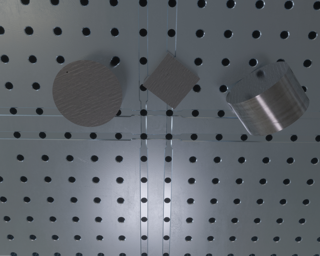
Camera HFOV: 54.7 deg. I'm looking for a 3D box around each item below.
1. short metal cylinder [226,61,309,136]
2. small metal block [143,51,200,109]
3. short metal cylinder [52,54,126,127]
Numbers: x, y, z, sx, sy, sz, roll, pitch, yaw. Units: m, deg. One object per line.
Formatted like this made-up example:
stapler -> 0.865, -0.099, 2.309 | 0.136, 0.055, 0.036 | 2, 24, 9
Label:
short metal cylinder -> 0.128, -0.035, 0.372 | 0.080, 0.080, 0.050 | -35, 107, 12
small metal block -> 0.014, -0.060, 0.391 | 0.050, 0.025, 0.050 | 37, 106, -13
short metal cylinder -> -0.084, -0.047, 0.382 | 0.081, 0.050, 0.079 | 0, 110, 0
